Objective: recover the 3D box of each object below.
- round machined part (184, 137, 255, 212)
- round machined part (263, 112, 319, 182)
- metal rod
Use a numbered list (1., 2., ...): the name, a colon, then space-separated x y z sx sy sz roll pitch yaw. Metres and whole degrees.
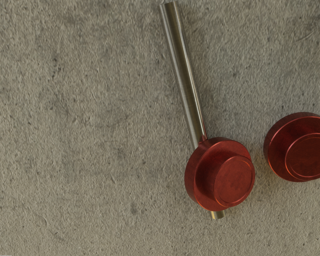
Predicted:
1. round machined part: 0.084 0.063 0.404 0.099 0.042 0.097 -7 104 -28
2. round machined part: 0.194 0.031 0.415 0.099 0.042 0.097 0 110 -1
3. metal rod: 0.047 -0.009 0.407 0.025 0.025 0.298 -14 110 5
